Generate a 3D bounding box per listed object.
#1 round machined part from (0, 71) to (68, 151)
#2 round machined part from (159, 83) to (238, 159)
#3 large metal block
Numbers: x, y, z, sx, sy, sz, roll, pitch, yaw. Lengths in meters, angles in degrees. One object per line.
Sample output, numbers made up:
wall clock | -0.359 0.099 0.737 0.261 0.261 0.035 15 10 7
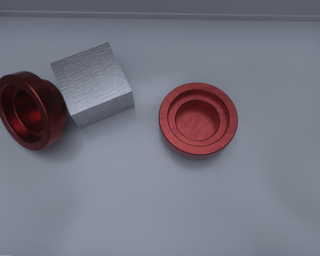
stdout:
round machined part | -0.156 -0.024 0.388 0.098 0.097 0.042 40 38 13
round machined part | 0.047 -0.007 0.404 0.099 0.042 0.098 0 70 -1
large metal block | -0.088 -0.056 0.416 0.080 0.050 0.080 -23 72 -9
